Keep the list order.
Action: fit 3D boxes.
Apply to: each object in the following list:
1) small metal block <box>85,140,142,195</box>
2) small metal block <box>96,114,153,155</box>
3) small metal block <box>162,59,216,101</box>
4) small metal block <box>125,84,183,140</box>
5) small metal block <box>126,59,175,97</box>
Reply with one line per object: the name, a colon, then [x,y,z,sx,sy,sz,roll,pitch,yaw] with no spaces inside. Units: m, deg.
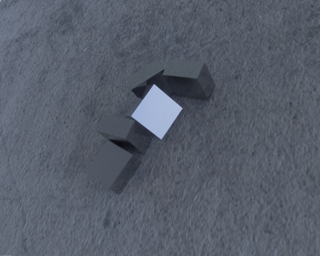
small metal block: [-0.061,0.050,0.403,0.050,0.025,0.050,26,76,36]
small metal block: [-0.046,0.009,0.405,0.050,0.050,0.025,13,69,33]
small metal block: [0.039,-0.062,0.405,0.050,0.050,0.025,12,68,32]
small metal block: [-0.008,-0.021,0.400,0.050,0.050,0.025,-56,21,-12]
small metal block: [-0.010,-0.059,0.427,0.050,0.050,0.025,-31,50,8]
